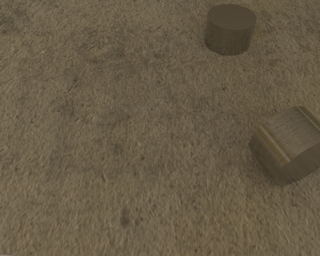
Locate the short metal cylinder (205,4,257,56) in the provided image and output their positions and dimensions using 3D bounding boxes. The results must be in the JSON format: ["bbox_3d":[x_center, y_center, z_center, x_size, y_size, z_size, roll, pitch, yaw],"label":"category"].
[{"bbox_3d":[0.119,-0.169,0.530,0.081,0.050,0.080,0,50,0],"label":"short metal cylinder"}]

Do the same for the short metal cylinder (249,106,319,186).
[{"bbox_3d":[0.150,0.021,0.352,0.081,0.080,0.050,-18,53,-15],"label":"short metal cylinder"}]
